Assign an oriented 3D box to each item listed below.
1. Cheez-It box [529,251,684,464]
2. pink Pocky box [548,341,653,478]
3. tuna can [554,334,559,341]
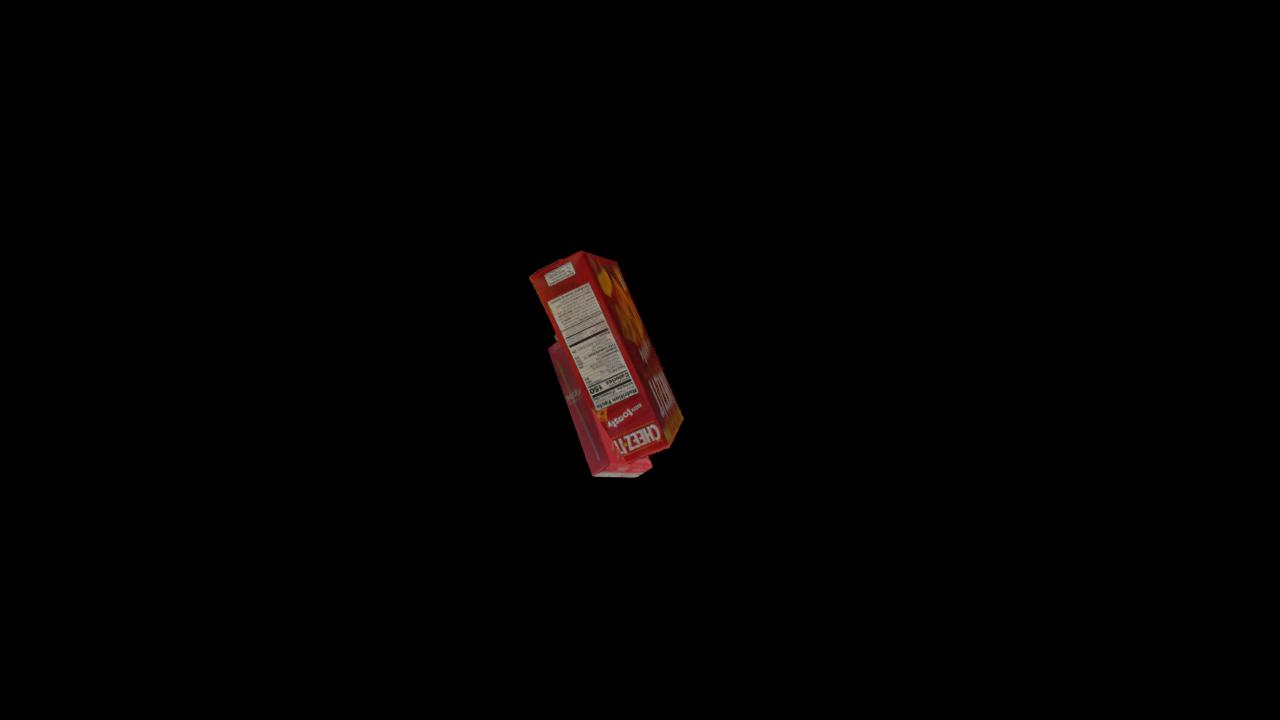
[{"bbox_3d":[-0.028,-0.006,0.701,0.071,0.223,0.166,-23,0,11],"label":"Cheez-It box"},{"bbox_3d":[-0.044,0.052,0.671,0.029,0.155,0.084,-33,-26,22],"label":"pink Pocky box"},{"bbox_3d":[-0.051,-0.029,0.690,0.084,0.034,0.084,18,12,-4],"label":"tuna can"}]
